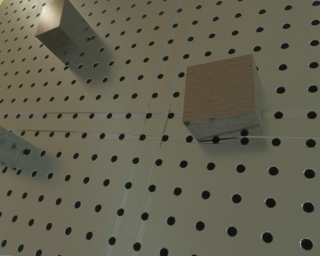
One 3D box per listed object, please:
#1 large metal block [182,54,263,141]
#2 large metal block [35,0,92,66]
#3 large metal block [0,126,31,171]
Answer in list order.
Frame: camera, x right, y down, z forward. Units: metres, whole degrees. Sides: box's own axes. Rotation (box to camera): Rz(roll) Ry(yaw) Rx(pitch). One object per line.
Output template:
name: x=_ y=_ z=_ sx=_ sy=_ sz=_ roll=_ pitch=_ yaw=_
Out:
large metal block: x=0.076 y=-0.035 z=0.373 sx=0.080 sy=0.050 sz=0.080 roll=-7 pitch=59 yaw=24
large metal block: x=-0.173 y=-0.177 z=0.570 sx=0.050 sy=0.080 sz=0.080 roll=-15 pitch=56 yaw=20
large metal block: x=-0.276 y=0.025 z=0.500 sx=0.080 sy=0.080 sz=0.050 roll=7 pitch=66 yaw=31
